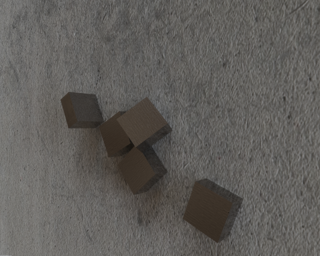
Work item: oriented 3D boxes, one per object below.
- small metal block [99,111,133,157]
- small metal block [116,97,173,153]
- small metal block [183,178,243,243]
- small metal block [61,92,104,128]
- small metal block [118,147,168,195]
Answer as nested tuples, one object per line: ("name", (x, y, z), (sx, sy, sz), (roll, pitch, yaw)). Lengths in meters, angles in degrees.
("small metal block", (-0.058, 0.010, 0.453), (0.050, 0.025, 0.050), (-33, 70, 35))
("small metal block", (-0.020, -0.004, 0.407), (0.050, 0.025, 0.050), (-37, 63, 0))
("small metal block", (0.060, 0.093, 0.356), (0.050, 0.025, 0.050), (27, 107, 37))
("small metal block", (-0.123, -0.027, 0.490), (0.025, 0.050, 0.050), (-32, 70, 35))
("small metal block", (-0.025, 0.056, 0.426), (0.050, 0.025, 0.050), (-48, 62, 29))
